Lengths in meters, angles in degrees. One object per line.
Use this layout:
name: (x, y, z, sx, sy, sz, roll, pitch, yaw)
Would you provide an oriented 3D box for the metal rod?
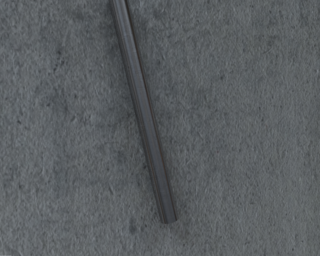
metal rod: (-0.020, -0.022, 0.402, 0.025, 0.025, 0.298, -15, 95, -20)
